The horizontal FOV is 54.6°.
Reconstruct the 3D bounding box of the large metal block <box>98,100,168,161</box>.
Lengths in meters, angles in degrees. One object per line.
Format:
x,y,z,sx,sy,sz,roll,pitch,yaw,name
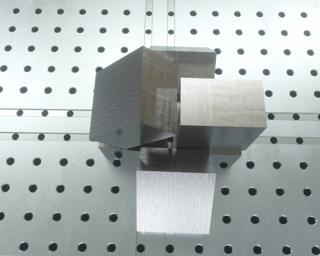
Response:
-0.028,-0.002,0.400,0.080,0.050,0.080,7,70,2,large metal block

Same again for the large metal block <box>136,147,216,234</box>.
0.016,0.070,0.351,0.080,0.050,0.079,2,115,1,large metal block

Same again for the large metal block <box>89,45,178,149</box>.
-0.028,-0.028,0.331,0.080,0.050,0.080,-17,63,42,large metal block

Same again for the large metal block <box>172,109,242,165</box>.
0.057,0.001,0.398,0.080,0.050,0.080,3,70,1,large metal block

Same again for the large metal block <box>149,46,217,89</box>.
0.026,-0.078,0.403,0.080,0.080,0.050,2,108,1,large metal block

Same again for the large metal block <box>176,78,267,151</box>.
0.060,-0.011,0.334,0.080,0.080,0.050,2,70,0,large metal block
